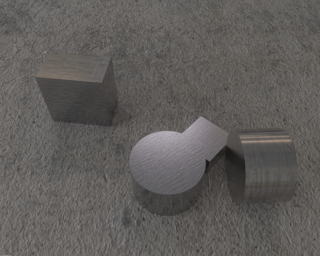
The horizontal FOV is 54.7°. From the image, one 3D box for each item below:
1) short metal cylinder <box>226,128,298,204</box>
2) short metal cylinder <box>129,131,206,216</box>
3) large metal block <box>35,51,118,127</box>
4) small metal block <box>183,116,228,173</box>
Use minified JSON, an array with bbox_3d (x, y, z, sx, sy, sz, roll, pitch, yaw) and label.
[{"bbox_3d":[0.105,0.040,0.335,0.050,0.080,0.080,-2,50,-2],"label":"short metal cylinder"},{"bbox_3d":[0.008,0.050,0.345,0.081,0.050,0.080,0,50,0],"label":"short metal cylinder"},{"bbox_3d":[-0.104,-0.050,0.409,0.080,0.080,0.050,6,50,4],"label":"large metal block"},{"bbox_3d":[0.055,0.020,0.387,0.050,0.025,0.050,35,58,25],"label":"small metal block"}]
